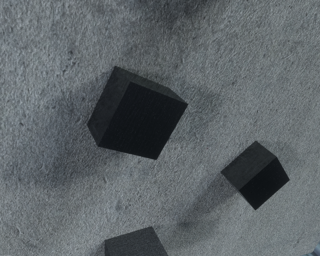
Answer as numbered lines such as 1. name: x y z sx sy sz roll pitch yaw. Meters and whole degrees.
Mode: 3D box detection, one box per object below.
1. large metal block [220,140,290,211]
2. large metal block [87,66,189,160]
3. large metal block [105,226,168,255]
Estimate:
1. large metal block: 0.164 0.082 0.531 0.080 0.050 0.080 -42 130 1
2. large metal block: -0.028 -0.016 0.366 0.081 0.050 0.080 18 109 -35
3. large metal block: -0.035 0.210 0.482 0.081 0.080 0.050 -9 123 -24
